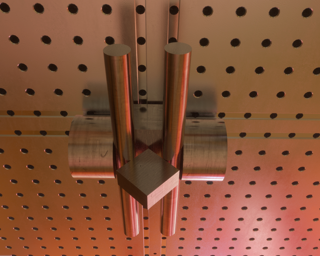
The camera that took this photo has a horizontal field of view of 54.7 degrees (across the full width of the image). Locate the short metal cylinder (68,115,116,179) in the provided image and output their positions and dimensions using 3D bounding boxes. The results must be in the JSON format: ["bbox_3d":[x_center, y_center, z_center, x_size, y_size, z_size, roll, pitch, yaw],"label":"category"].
[{"bbox_3d":[-0.080,0.023,0.390,0.050,0.080,0.079,1,130,-1],"label":"short metal cylinder"}]

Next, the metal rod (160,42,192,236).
[{"bbox_3d":[0.014,0.041,0.377,0.025,0.025,0.298,0,130,-1],"label":"metal rod"}]

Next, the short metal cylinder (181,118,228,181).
[{"bbox_3d":[0.052,0.027,0.394,0.050,0.080,0.079,1,130,0],"label":"short metal cylinder"}]

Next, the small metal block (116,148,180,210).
[{"bbox_3d":[-0.014,0.057,0.357,0.050,0.050,0.025,33,140,31],"label":"small metal block"}]

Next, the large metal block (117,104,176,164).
[{"bbox_3d":[-0.014,0.016,0.404,0.081,0.050,0.079,1,130,-1],"label":"large metal block"}]

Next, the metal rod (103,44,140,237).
[{"bbox_3d":[-0.041,0.042,0.377,0.025,0.025,0.298,0,130,-1],"label":"metal rod"}]
